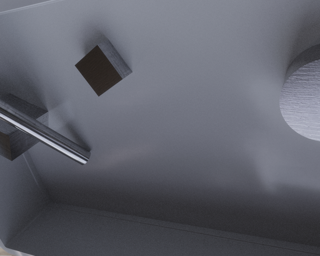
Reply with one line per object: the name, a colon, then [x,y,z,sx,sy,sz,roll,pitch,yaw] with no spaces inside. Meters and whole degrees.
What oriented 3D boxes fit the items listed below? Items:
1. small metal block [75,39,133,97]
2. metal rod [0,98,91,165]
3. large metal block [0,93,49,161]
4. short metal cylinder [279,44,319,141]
small metal block: [-0.073,-0.076,0.398,0.050,0.025,0.050,-28,103,37]
metal rod: [-0.225,-0.029,0.428,0.025,0.025,0.301,-28,129,37]
large metal block: [-0.238,-0.004,0.493,0.080,0.080,0.050,24,127,13]
short metal cylinder: [0.157,-0.034,0.289,0.080,0.050,0.079,13,124,20]
